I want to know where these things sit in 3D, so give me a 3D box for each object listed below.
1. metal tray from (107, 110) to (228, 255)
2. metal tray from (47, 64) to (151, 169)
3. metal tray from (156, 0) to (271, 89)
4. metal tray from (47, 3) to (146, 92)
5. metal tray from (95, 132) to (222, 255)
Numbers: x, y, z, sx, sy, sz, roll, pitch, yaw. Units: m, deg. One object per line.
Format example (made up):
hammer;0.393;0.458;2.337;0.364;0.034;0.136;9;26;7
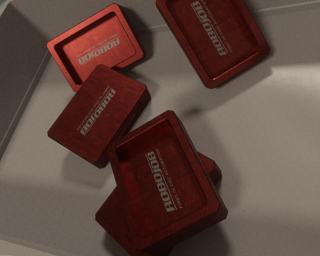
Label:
metal tray;0.002;0.053;0.328;0.090;0.030;0.130;-30;52;8
metal tray;-0.085;-0.019;0.441;0.090;0.030;0.130;28;76;20
metal tray;0.066;-0.126;0.388;0.090;0.130;0.030;-32;10;7
metal tray;-0.099;-0.124;0.491;0.130;0.090;0.030;-26;12;11
metal tray;-0.002;0.077;0.355;0.090;0.030;0.130;29;77;37
